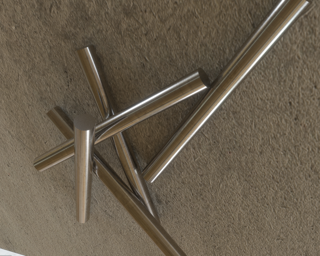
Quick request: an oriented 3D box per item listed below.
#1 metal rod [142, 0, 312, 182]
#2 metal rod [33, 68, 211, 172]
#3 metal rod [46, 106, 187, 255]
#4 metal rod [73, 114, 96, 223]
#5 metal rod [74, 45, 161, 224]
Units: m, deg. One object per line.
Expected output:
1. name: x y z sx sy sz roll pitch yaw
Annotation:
1. metal rod: 0.054 -0.023 0.363 0.025 0.025 0.298 38 129 2
2. metal rod: -0.069 0.001 0.411 0.300 0.025 0.025 -25 105 30
3. metal rod: -0.067 0.086 0.468 0.300 0.025 0.025 49 129 4
4. metal rod: -0.117 0.081 0.474 0.025 0.025 0.298 30 142 9
5. metal rod: -0.054 0.028 0.452 0.025 0.025 0.298 -4 117 30
